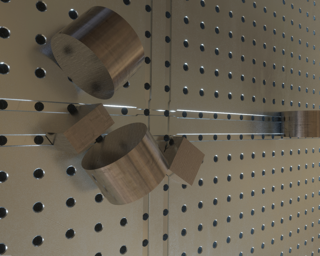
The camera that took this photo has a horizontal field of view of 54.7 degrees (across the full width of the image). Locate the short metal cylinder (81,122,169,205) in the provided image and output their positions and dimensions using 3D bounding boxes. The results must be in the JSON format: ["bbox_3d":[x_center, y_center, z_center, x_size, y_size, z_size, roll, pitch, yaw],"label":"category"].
[{"bbox_3d":[-0.038,0.038,0.342,0.080,0.080,0.050,-45,117,-31],"label":"short metal cylinder"}]

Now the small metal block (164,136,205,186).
[{"bbox_3d":[0.030,0.046,0.435,0.050,0.025,0.050,40,66,-33],"label":"small metal block"}]

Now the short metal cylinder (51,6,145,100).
[{"bbox_3d":[-0.063,-0.076,0.320,0.050,0.080,0.080,-51,120,-28],"label":"short metal cylinder"}]

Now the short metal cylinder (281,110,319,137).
[{"bbox_3d":[0.281,-0.008,0.609,0.081,0.080,0.050,-1,91,-40],"label":"short metal cylinder"}]

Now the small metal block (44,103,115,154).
[{"bbox_3d":[-0.084,0.000,0.322,0.050,0.050,0.025,-44,117,-31],"label":"small metal block"}]
